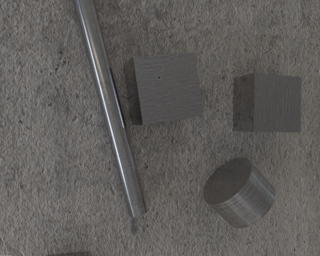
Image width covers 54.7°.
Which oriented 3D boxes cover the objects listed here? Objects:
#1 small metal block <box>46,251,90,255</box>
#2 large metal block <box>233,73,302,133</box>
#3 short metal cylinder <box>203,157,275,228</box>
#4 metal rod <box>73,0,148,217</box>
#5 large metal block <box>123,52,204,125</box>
[{"bbox_3d":[-0.105,0.167,0.357,0.050,0.050,0.025,2,90,-20],"label":"small metal block"},{"bbox_3d":[0.156,-0.034,0.454,0.081,0.050,0.080,1,90,-20],"label":"large metal block"},{"bbox_3d":[0.106,0.086,0.419,0.050,0.080,0.080,45,76,-15],"label":"short metal cylinder"},{"bbox_3d":[-0.063,-0.035,0.385,0.025,0.025,0.298,-16,95,-19],"label":"metal rod"},{"bbox_3d":[0.003,-0.049,0.397,0.081,0.050,0.080,-9,93,-20],"label":"large metal block"}]
